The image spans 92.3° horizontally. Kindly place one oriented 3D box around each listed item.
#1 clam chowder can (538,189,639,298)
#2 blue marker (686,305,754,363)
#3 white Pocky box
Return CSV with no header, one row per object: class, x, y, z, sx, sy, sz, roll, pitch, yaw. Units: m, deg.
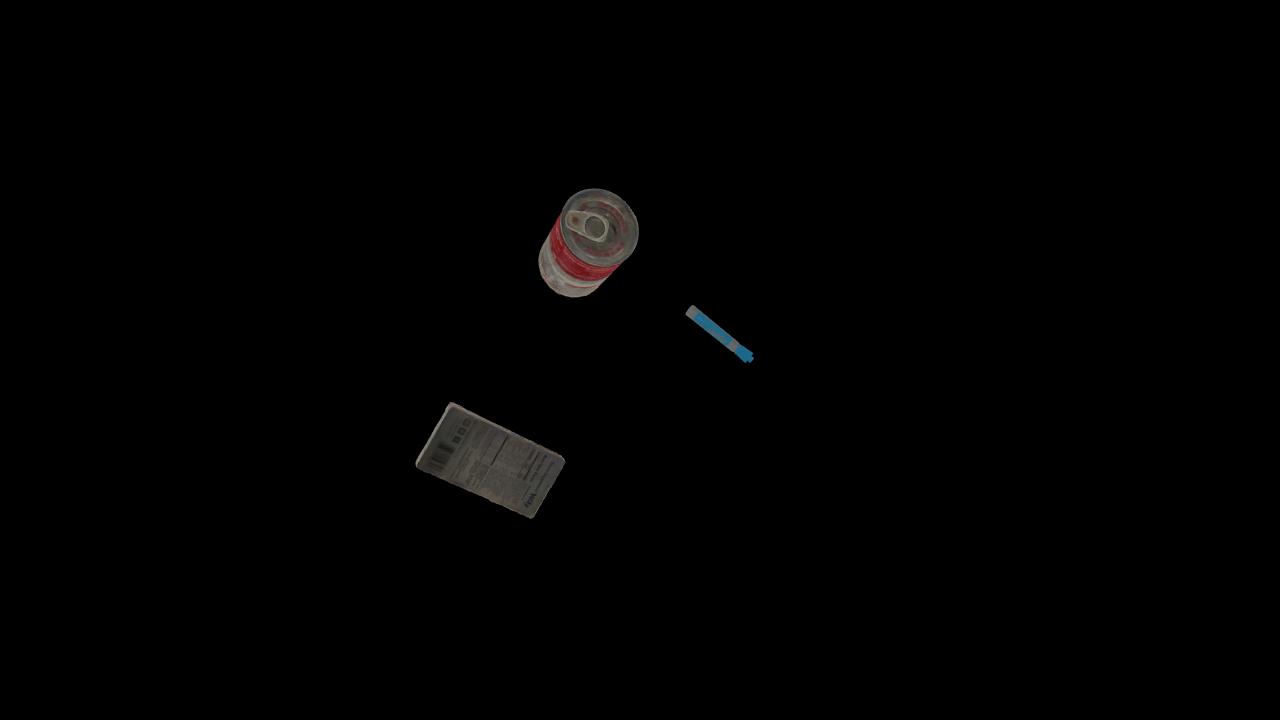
clam chowder can,-0.049,-0.100,0.548,0.068,0.068,0.102,0,-11,-20
blue marker,0.119,-0.037,0.912,0.121,0.020,0.020,40,8,10
white Pocky box,-0.174,0.120,0.725,0.154,0.084,0.028,31,-2,-22
